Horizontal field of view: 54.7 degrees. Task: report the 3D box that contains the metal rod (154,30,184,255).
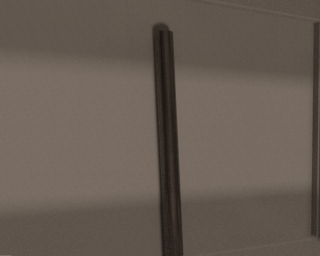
[{"bbox_3d":[0.012,0.022,0.416,0.025,0.025,0.298,-3,91,-20],"label":"metal rod"}]
